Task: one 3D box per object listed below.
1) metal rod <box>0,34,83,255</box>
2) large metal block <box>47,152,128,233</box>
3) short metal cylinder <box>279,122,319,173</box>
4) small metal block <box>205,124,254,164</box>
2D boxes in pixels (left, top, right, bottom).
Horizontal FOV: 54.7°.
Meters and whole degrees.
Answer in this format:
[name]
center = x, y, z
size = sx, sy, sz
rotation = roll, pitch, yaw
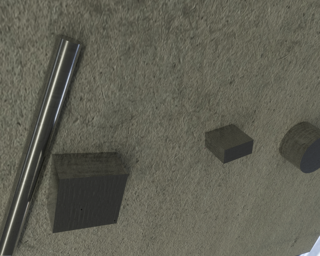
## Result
[metal rod]
center = -0.147, 0.041, 0.352
size = 0.025, 0.025, 0.298
rotation = 11, 113, -34
[large metal block]
center = -0.093, 0.078, 0.389
size = 0.081, 0.050, 0.079
rotation = 0, 118, -29
[short metal cylinder]
center = 0.266, 0.035, 0.561
size = 0.081, 0.050, 0.079
rotation = -14, 125, -21
[small metal block]
center = 0.102, 0.022, 0.463
size = 0.050, 0.050, 0.025
rotation = -17, 125, -19
